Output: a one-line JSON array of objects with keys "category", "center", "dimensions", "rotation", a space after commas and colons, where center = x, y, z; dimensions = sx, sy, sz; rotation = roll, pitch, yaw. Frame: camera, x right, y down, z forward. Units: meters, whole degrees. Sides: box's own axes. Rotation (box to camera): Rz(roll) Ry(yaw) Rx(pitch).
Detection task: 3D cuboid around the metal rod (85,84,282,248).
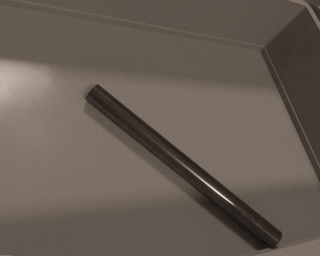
[{"category": "metal rod", "center": [0.032, 0.049, 0.394], "dimensions": [0.300, 0.025, 0.025], "rotation": [39, 51, -2]}]
